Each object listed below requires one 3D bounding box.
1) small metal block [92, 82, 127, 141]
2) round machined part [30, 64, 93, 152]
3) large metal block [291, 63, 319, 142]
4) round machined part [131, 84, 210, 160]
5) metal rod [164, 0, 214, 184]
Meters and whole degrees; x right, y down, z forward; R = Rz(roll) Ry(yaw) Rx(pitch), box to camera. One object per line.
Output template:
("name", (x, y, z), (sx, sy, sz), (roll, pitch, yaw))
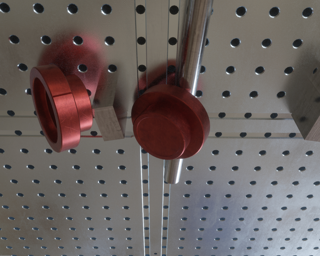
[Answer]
("small metal block", (-0.060, -0.020, 0.377), (0.025, 0.050, 0.050), (-8, 130, 6))
("round machined part", (-0.110, -0.024, 0.354), (0.042, 0.098, 0.097), (-18, 138, -31))
("large metal block", (0.222, -0.027, 0.375), (0.081, 0.050, 0.079), (7, 130, -6))
("round machined part", (0.007, 0.000, 0.375), (0.098, 0.042, 0.097), (17, 131, 21))
("metal rod", (0.030, -0.037, 0.380), (0.025, 0.025, 0.298), (3, 130, -3))
